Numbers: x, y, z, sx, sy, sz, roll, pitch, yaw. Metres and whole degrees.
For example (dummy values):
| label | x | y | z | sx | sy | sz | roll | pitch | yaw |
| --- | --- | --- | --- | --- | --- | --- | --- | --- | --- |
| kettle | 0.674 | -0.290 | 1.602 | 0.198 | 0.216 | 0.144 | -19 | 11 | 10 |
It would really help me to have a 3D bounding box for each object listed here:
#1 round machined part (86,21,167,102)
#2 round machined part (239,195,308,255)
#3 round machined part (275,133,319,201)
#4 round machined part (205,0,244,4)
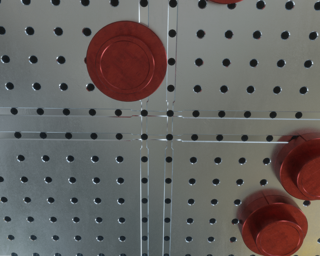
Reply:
| label | x | y | z | sx | sy | sz | roll | pitch | yaw |
| --- | --- | --- | --- | --- | --- | --- | --- | --- | --- |
| round machined part | -0.040 | -0.079 | 0.375 | 0.099 | 0.042 | 0.097 | 0 | 110 | 0 |
| round machined part | 0.172 | 0.154 | 0.462 | 0.099 | 0.042 | 0.097 | 0 | 110 | 0 |
| round machined part | 0.215 | 0.059 | 0.428 | 0.099 | 0.042 | 0.097 | 0 | 110 | 0 |
| round machined part | 0.075 | -0.187 | 0.336 | 0.099 | 0.042 | 0.097 | 0 | 110 | 0 |
